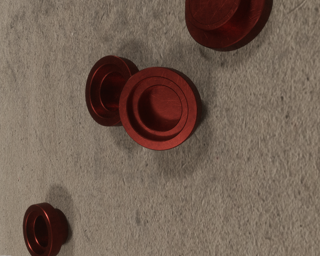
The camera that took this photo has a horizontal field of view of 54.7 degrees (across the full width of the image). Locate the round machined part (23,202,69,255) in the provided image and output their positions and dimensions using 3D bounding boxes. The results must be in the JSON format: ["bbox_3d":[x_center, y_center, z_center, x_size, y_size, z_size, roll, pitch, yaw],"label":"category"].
[{"bbox_3d":[-0.202,0.183,0.557,0.098,0.042,0.097,0,90,39],"label":"round machined part"}]

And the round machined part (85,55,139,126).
[{"bbox_3d":[-0.059,-0.051,0.440,0.098,0.042,0.097,0,90,39],"label":"round machined part"}]

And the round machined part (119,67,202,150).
[{"bbox_3d":[0.003,-0.025,0.376,0.098,0.042,0.097,4,101,21],"label":"round machined part"}]

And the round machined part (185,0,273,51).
[{"bbox_3d":[0.067,-0.136,0.338,0.098,0.042,0.097,0,90,39],"label":"round machined part"}]
